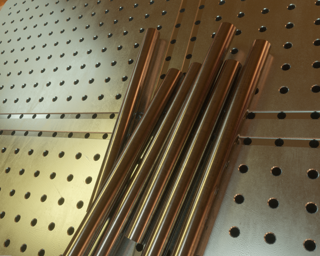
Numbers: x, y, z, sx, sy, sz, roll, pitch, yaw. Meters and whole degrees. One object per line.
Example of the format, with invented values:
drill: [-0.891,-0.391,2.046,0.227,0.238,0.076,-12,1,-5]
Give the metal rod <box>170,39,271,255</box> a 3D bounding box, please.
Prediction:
metal rod: [0.073,0.022,0.356,0.025,0.025,0.300,12,68,33]

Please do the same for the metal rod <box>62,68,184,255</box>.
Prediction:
metal rod: [-0.042,0.045,0.387,0.025,0.025,0.300,13,63,33]

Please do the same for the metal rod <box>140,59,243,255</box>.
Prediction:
metal rod: [0.036,0.046,0.361,0.025,0.025,0.300,13,68,33]

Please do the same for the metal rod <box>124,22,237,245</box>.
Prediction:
metal rod: [0.032,-0.006,0.386,0.025,0.025,0.300,14,72,34]

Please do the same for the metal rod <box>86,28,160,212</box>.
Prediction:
metal rod: [-0.046,-0.024,0.448,0.025,0.025,0.300,0,62,28]

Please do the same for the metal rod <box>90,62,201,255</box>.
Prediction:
metal rod: [-0.012,0.044,0.388,0.025,0.025,0.300,16,70,34]
